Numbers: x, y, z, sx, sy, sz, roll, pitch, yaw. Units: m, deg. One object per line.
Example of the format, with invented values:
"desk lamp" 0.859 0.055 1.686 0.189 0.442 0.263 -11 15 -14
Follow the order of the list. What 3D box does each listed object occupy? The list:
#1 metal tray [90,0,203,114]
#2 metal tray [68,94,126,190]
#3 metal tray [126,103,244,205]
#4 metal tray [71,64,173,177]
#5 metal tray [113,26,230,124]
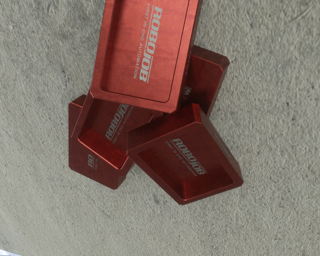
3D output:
"metal tray" -0.013 -0.086 0.313 0.090 0.030 0.129 12 96 9
"metal tray" -0.091 0.024 0.465 0.090 0.030 0.129 22 127 14
"metal tray" 0.033 0.038 0.366 0.090 0.030 0.130 -24 131 19
"metal tray" -0.052 -0.007 0.388 0.090 0.030 0.129 36 129 4
"metal tray" 0.004 -0.060 0.365 0.130 0.030 0.089 24 127 13
